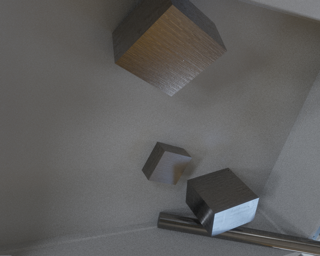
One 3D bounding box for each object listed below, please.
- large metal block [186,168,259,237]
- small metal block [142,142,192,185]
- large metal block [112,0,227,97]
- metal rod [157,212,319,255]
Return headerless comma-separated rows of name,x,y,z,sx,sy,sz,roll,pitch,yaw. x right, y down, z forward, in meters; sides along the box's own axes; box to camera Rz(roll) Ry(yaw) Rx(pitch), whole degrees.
large metal block,0.098,0.117,0.501,0.081,0.080,0.050,-13,124,-22
small metal block,0.010,0.052,0.448,0.050,0.025,0.050,17,109,-35
large metal block,0.008,-0.090,0.324,0.080,0.050,0.080,26,129,-38
metal rod,0.146,0.179,0.515,0.302,0.025,0.025,11,116,-4
